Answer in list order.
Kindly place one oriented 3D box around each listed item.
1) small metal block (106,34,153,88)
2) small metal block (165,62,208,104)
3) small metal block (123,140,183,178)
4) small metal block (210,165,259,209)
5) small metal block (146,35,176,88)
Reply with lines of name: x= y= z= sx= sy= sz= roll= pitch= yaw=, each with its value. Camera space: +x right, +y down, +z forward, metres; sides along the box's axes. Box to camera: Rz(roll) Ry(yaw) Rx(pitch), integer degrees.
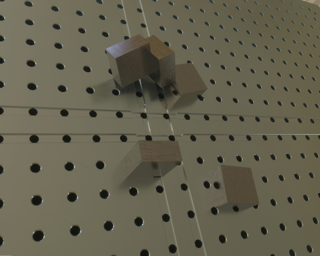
small metal block: x=-0.039 y=-0.089 z=0.413 sx=0.050 sy=0.050 sz=0.025 roll=-30 pitch=55 yaw=-18
small metal block: x=0.036 y=-0.069 z=0.469 sx=0.050 sy=0.025 sz=0.050 roll=-16 pitch=70 yaw=-35
small metal block: x=-0.009 y=0.037 z=0.364 sx=0.050 sy=0.050 sz=0.025 roll=2 pitch=61 yaw=-27
small metal block: x=0.099 y=0.079 z=0.412 sx=0.050 sy=0.025 sz=0.050 roll=9 pitch=58 yaw=-24
small metal block: x=-0.003 y=-0.093 z=0.434 sx=0.025 sy=0.050 sz=0.050 roll=-30 pitch=55 yaw=-18
